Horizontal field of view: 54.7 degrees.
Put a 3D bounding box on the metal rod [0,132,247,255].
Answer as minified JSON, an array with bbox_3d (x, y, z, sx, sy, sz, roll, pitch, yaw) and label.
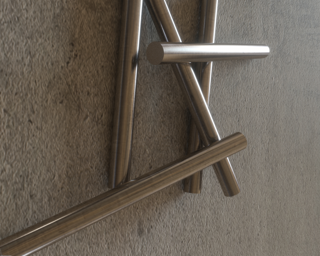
[{"bbox_3d":[-0.018,0.066,0.352,0.302,0.025,0.025,-21,104,-26],"label":"metal rod"}]

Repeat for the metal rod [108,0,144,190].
[{"bbox_3d":[-0.038,-0.078,0.372,0.025,0.025,0.298,7,86,-40],"label":"metal rod"}]

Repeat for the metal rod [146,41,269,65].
[{"bbox_3d":[0.090,-0.110,0.447,0.302,0.025,0.025,-17,101,-49],"label":"metal rod"}]

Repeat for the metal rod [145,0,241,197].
[{"bbox_3d":[0.045,-0.044,0.418,0.025,0.025,0.299,-30,102,-36],"label":"metal rod"}]

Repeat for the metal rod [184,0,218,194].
[{"bbox_3d":[0.061,-0.056,0.455,0.025,0.025,0.298,10,84,-40],"label":"metal rod"}]
